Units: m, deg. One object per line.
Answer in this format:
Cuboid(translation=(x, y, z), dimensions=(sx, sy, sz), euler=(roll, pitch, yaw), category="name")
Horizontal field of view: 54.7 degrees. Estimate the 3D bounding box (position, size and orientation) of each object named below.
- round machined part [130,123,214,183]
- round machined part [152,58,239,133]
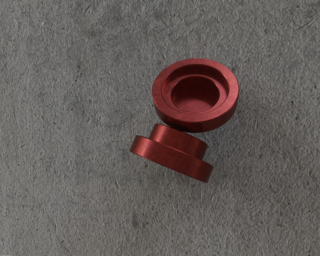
Cuboid(translation=(0.017, 0.027, 0.366), dimensions=(0.098, 0.098, 0.042), euler=(21, 84, 19), category="round machined part")
Cuboid(translation=(0.042, -0.034, 0.369), dimensions=(0.099, 0.042, 0.098), euler=(-3, 55, 5), category="round machined part")
